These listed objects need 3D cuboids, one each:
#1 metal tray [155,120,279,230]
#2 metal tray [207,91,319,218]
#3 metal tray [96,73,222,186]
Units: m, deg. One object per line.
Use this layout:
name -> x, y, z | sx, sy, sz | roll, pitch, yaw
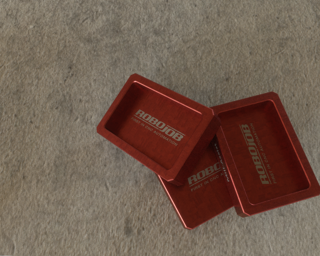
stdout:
metal tray -> 0.069, 0.056, 0.386 | 0.131, 0.030, 0.090 | -26, 72, -10
metal tray -> 0.115, 0.029, 0.363 | 0.091, 0.030, 0.130 | -15, 71, -6
metal tray -> -0.005, -0.002, 0.370 | 0.130, 0.030, 0.090 | 30, 86, 33
